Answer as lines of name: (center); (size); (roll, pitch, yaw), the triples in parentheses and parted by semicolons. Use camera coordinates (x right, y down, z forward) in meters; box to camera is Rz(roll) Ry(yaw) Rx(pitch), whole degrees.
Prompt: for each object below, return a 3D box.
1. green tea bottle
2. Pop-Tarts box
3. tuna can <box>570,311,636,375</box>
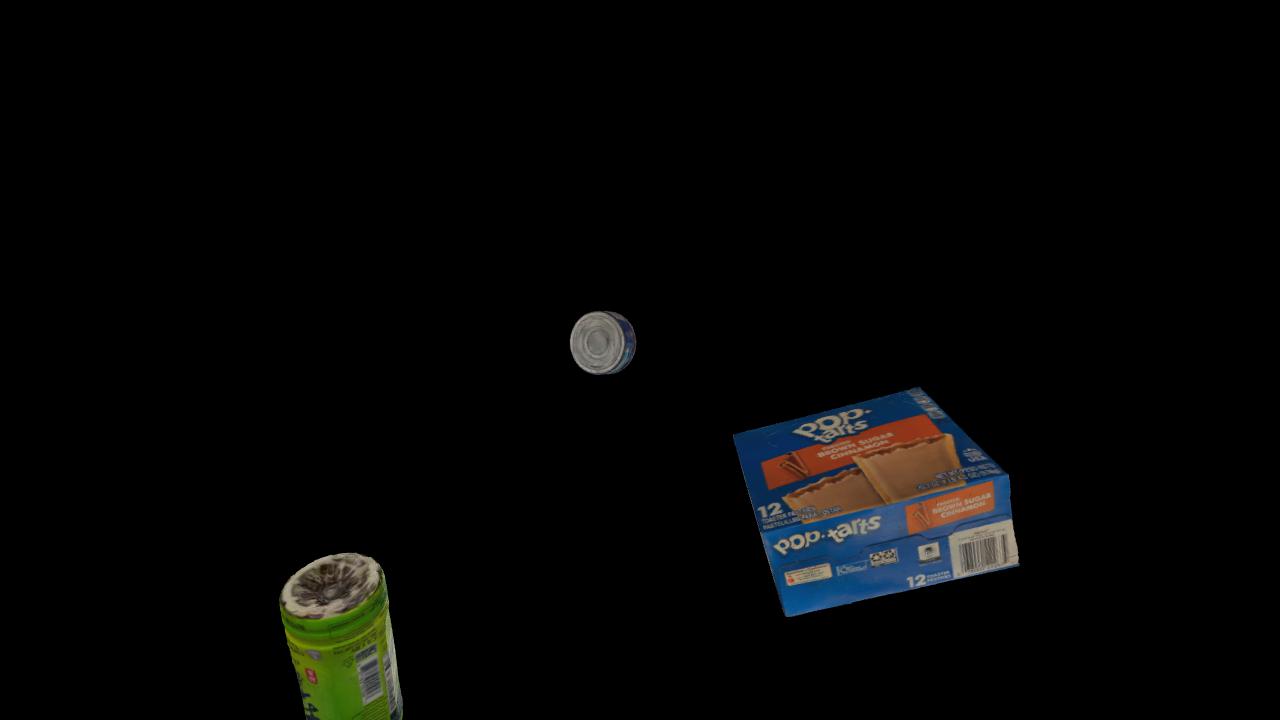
green tea bottle: (-0.225, 0.255, 0.482); (0.073, 0.212, 0.073); (2, 22, -1)
Pop-Tarts box: (0.171, 0.103, 0.482); (0.167, 0.083, 0.141); (-15, 21, 6)
tuna can: (-0.049, -0.023, 0.803); (0.084, 0.084, 0.034); (0, 2, 24)
